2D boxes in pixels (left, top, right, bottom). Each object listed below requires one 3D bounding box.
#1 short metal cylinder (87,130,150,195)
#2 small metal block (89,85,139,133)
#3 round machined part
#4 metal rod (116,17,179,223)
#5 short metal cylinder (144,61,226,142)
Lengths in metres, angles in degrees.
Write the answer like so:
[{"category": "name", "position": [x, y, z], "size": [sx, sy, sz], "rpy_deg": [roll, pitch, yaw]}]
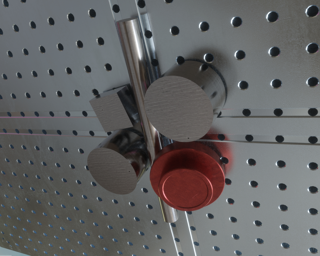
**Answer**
[{"category": "short metal cylinder", "position": [-0.057, 0.049, 0.450], "size": [0.080, 0.050, 0.079], "rpy_deg": [13, 124, 21]}, {"category": "small metal block", "position": [-0.060, -0.025, 0.422], "size": [0.050, 0.025, 0.050], "rpy_deg": [-12, 113, 33]}, {"category": "round machined part", "position": [0.035, 0.069, 0.404], "size": [0.099, 0.042, 0.097], "rpy_deg": [4, 117, 8]}, {"category": "metal rod", "position": [-0.010, 0.008, 0.416], "size": [0.025, 0.025, 0.298], "rpy_deg": [3, 120, 27]}, {"category": "short metal cylinder", "position": [0.029, -0.031, 0.355], "size": [0.080, 0.050, 0.079], "rpy_deg": [13, 124, 21]}]
